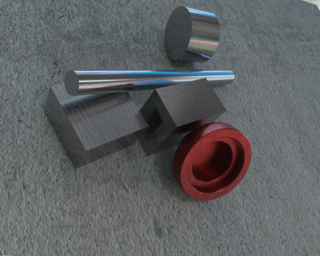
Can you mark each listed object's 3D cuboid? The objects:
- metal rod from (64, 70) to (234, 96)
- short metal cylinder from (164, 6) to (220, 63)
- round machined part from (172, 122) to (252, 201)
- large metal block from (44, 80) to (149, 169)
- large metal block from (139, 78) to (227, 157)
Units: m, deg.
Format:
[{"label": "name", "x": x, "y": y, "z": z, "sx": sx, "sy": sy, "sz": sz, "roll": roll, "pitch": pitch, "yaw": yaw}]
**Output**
[{"label": "metal rod", "x": 0.014, "y": -0.065, "z": 0.410, "sx": 0.302, "sy": 0.025, "sz": 0.025, "roll": -12, "pitch": 68, "yaw": -48}, {"label": "short metal cylinder", "x": 0.048, "y": -0.145, "z": 0.485, "sx": 0.050, "sy": 0.080, "sz": 0.080, "roll": 0, "pitch": 62, "yaw": -29}, {"label": "round machined part", "x": 0.059, "y": 0.037, "z": 0.381, "sx": 0.099, "sy": 0.097, "sz": 0.042, "roll": 4, "pitch": 21, "yaw": -27}, {"label": "large metal block", "x": -0.074, "y": -0.011, "z": 0.356, "sx": 0.081, "sy": 0.050, "sz": 0.080, "roll": -22, "pitch": 74, "yaw": -36}, {"label": "large metal block", "x": 0.021, "y": -0.014, "z": 0.390, "sx": 0.081, "sy": 0.080, "sz": 0.050, "roll": -18, "pitch": 72, "yaw": -35}]
